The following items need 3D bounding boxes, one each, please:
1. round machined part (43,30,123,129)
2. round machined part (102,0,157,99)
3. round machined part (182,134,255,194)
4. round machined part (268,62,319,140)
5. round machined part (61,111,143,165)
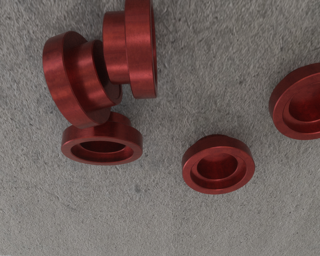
[{"bbox_3d":[-0.071,-0.051,0.315,0.042,0.098,0.098,-15,129,12],"label":"round machined part"},{"bbox_3d":[-0.027,-0.076,0.294,0.042,0.098,0.097,-3,130,2],"label":"round machined part"},{"bbox_3d":[0.080,0.047,0.437,0.099,0.042,0.097,0,130,0],"label":"round machined part"},{"bbox_3d":[0.179,-0.035,0.368,0.099,0.042,0.097,0,130,0],"label":"round machined part"},{"bbox_3d":[-0.071,0.012,0.390,0.099,0.042,0.098,-2,154,0],"label":"round machined part"}]
